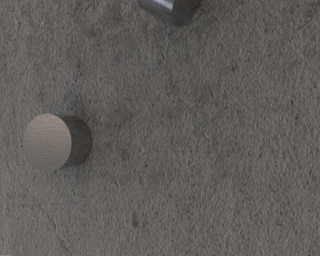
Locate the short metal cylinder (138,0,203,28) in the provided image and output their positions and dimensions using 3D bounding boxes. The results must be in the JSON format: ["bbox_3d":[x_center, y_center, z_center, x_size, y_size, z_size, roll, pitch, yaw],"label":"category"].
[{"bbox_3d":[0.017,-0.170,0.374,0.050,0.080,0.080,33,101,17],"label":"short metal cylinder"}]

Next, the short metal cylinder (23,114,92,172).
[{"bbox_3d":[-0.147,0.020,0.447,0.080,0.050,0.080,0,90,20],"label":"short metal cylinder"}]
